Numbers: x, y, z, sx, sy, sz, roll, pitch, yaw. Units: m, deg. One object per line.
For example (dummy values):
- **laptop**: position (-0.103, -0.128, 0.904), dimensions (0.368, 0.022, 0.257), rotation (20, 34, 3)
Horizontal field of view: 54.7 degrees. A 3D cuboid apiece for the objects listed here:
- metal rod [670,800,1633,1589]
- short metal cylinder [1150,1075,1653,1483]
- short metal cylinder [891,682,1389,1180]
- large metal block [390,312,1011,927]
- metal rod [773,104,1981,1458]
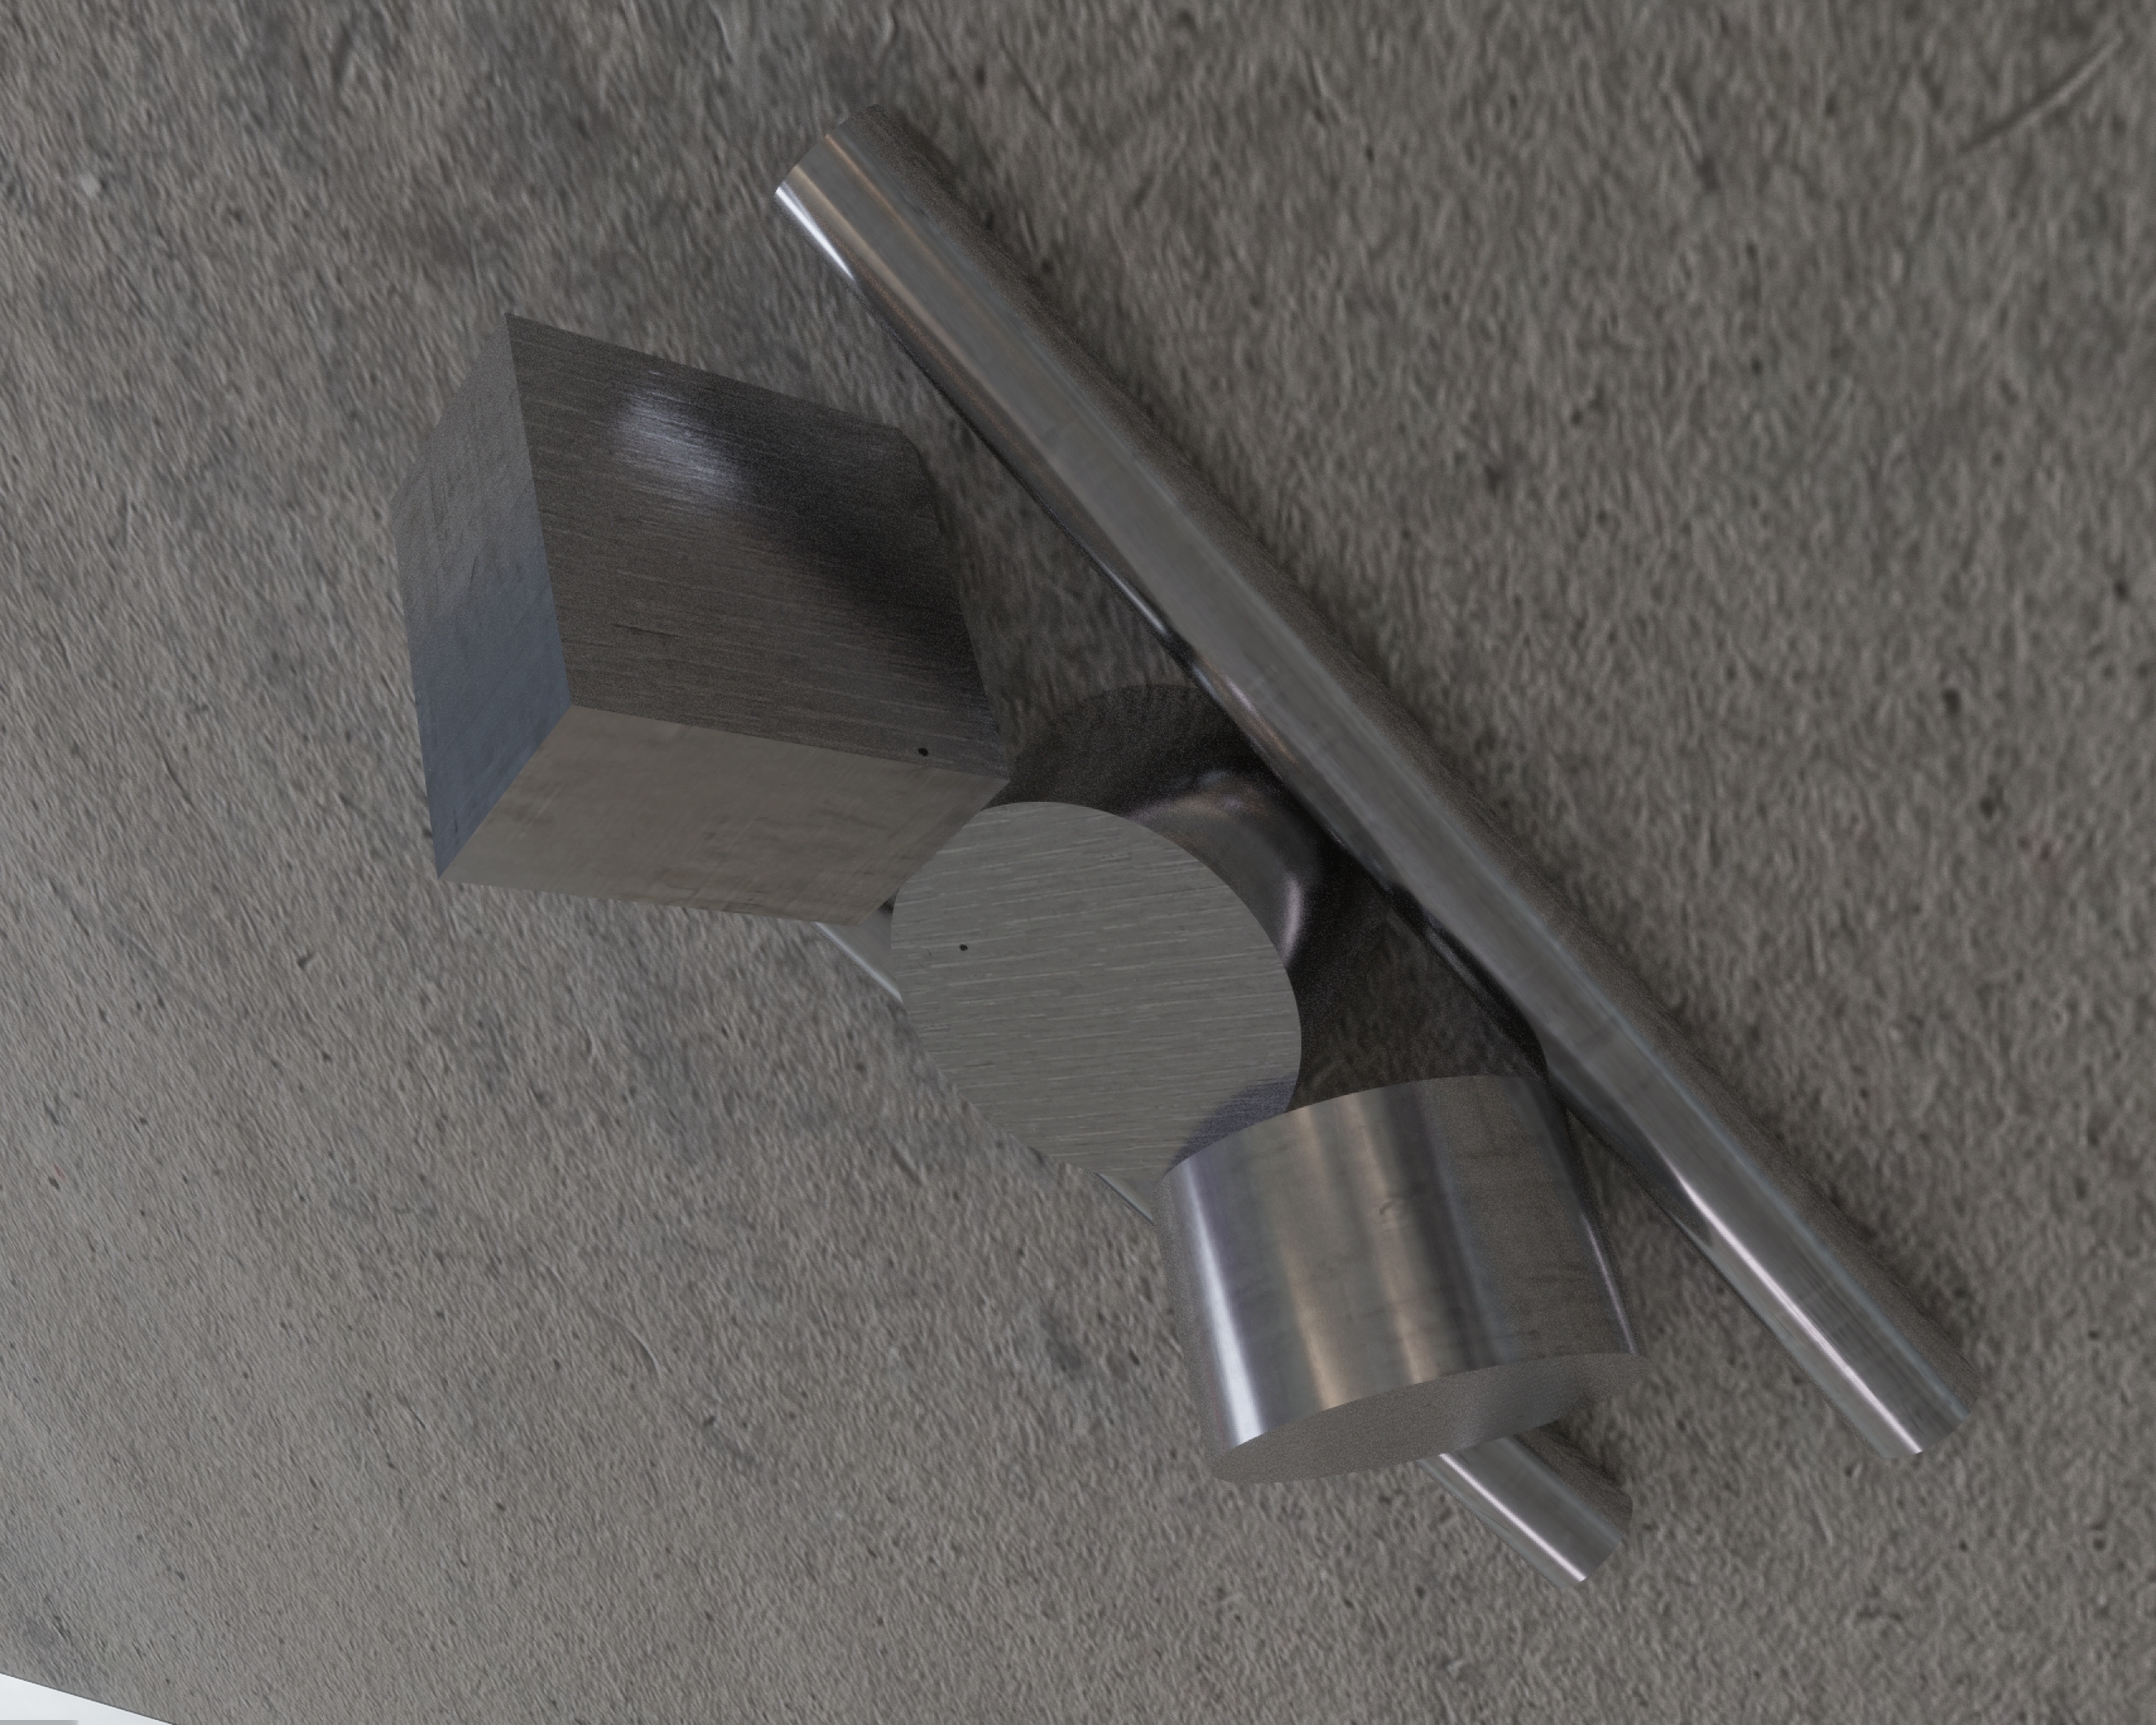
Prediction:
- **metal rod**: position (-0.004, 0.043, 0.436), dimensions (0.300, 0.025, 0.025), rotation (42, 129, -1)
- **short metal cylinder**: position (0.058, 0.078, 0.383), dimensions (0.080, 0.081, 0.050), rotation (-36, 56, 38)
- **short metal cylinder**: position (0.012, 0.013, 0.393), dimensions (0.080, 0.050, 0.079), rotation (13, 124, 21)
- **large metal block**: position (-0.067, -0.039, 0.364), dimensions (0.050, 0.081, 0.080), rotation (-42, 53, 39)
- **metal rod**: position (0.057, -0.010, 0.372), dimensions (0.300, 0.025, 0.025), rotation (48, 129, -6)
